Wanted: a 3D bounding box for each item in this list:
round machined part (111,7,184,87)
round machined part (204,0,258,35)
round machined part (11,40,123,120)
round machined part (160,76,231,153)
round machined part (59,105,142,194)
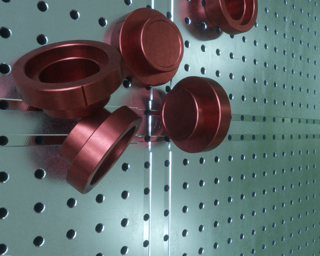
[{"bbox_3d":[-0.008,-0.102,0.390,0.099,0.042,0.097,0,90,-40],"label":"round machined part"},{"bbox_3d":[0.108,-0.195,0.486,0.099,0.042,0.097,0,90,-40],"label":"round machined part"},{"bbox_3d":[-0.084,-0.045,0.298,0.099,0.098,0.042,-36,140,-34],"label":"round machined part"},{"bbox_3d":[0.037,-0.017,0.392,0.042,0.098,0.097,-1,91,-40],"label":"round machined part"},{"bbox_3d":[-0.064,0.016,0.320,0.042,0.098,0.098,36,63,4],"label":"round machined part"}]
